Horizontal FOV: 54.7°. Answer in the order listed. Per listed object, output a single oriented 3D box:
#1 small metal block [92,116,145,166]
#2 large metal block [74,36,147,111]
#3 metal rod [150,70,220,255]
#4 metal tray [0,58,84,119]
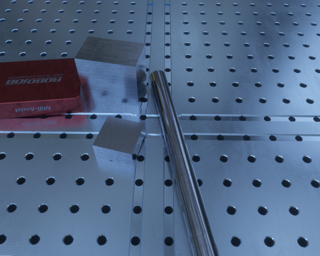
[{"bbox_3d":[-0.051,0.016,0.394,0.050,0.025,0.050,12,51,9],"label":"small metal block"},{"bbox_3d":[-0.065,-0.075,0.435,0.080,0.080,0.050,9,51,7],"label":"large metal block"},{"bbox_3d":[0.024,0.034,0.378,0.025,0.025,0.300,-8,51,-7],"label":"metal rod"},{"bbox_3d":[-0.179,-0.060,0.452,0.131,0.030,0.090,-5,50,-5],"label":"metal tray"}]
